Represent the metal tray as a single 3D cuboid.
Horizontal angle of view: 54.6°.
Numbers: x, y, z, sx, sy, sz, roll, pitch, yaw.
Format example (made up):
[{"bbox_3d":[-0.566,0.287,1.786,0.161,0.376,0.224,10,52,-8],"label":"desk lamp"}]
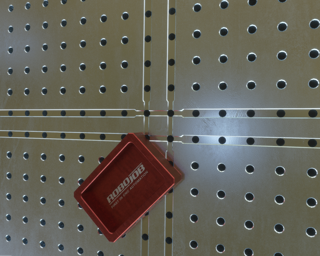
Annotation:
[{"bbox_3d":[-0.047,0.080,0.426,0.130,0.030,0.090,-47,76,14],"label":"metal tray"}]
